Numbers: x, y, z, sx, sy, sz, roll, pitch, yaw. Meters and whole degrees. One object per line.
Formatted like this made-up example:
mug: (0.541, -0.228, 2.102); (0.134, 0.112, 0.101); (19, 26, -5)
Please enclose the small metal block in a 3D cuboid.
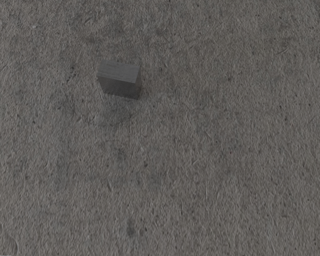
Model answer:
small metal block: (-0.053, -0.064, 0.418); (0.050, 0.050, 0.025); (12, 71, 4)
